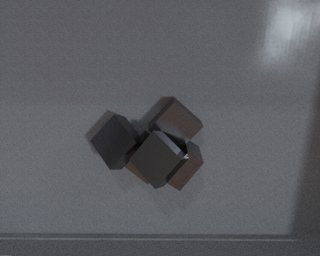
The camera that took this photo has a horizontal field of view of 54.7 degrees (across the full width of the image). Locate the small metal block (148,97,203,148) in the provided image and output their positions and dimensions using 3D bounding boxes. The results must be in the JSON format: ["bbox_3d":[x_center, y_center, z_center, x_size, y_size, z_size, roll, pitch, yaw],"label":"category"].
[{"bbox_3d":[0.020,-0.004,0.408,0.050,0.025,0.050,40,105,-14],"label":"small metal block"}]

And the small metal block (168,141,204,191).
[{"bbox_3d":[0.030,0.047,0.414,0.025,0.050,0.050,34,106,-12],"label":"small metal block"}]

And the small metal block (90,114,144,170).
[{"bbox_3d":[-0.055,0.019,0.403,0.050,0.025,0.050,-46,66,15],"label":"small metal block"}]

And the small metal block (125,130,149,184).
[{"bbox_3d":[-0.019,0.040,0.424,0.050,0.025,0.050,40,105,-14],"label":"small metal block"}]

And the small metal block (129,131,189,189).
[{"bbox_3d":[-0.002,0.039,0.384,0.050,0.025,0.050,45,106,20],"label":"small metal block"}]
